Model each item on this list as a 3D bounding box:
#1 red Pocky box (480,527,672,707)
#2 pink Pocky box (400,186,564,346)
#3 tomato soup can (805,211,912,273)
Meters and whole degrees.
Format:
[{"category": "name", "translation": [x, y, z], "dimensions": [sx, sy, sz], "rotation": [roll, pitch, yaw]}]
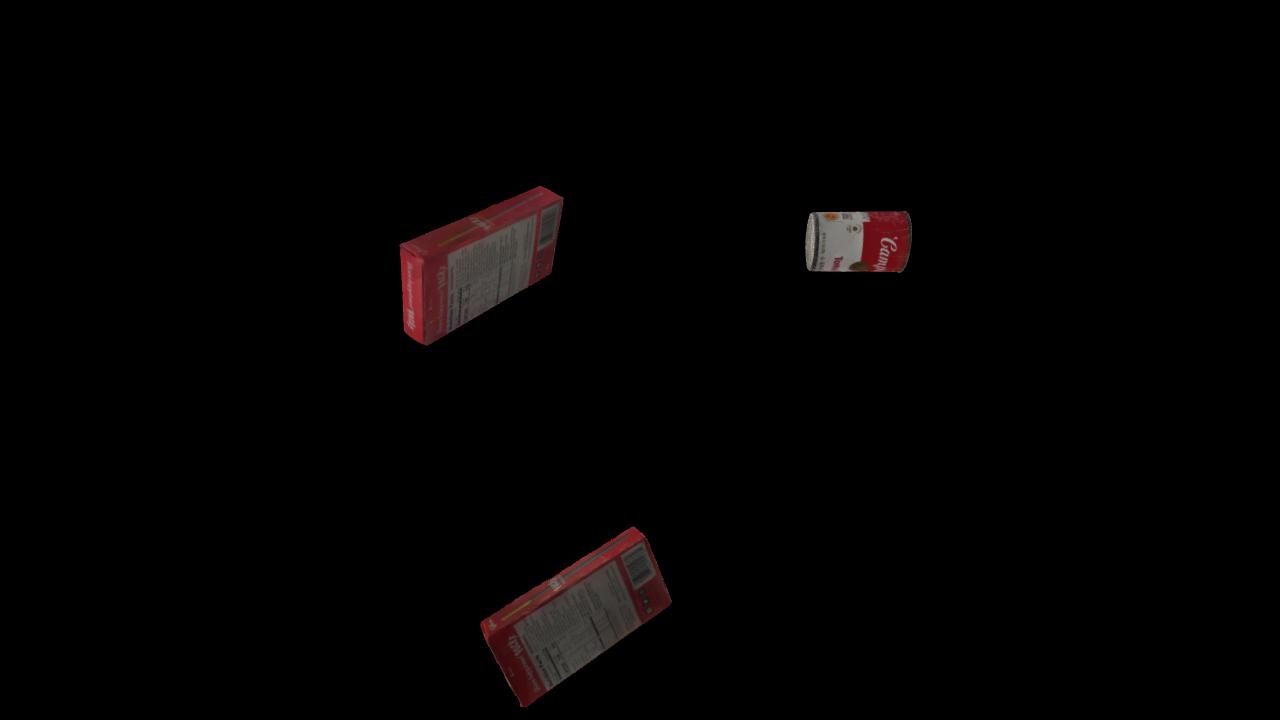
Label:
[{"category": "red Pocky box", "translation": [-0.051, 0.219, 0.533], "dimensions": [0.155, 0.083, 0.028], "rotation": [-27, 23, -21]}, {"category": "pink Pocky box", "translation": [-0.127, -0.081, 0.506], "dimensions": [0.029, 0.084, 0.155], "rotation": [33, 44, 17]}, {"category": "tomato soup can", "translation": [0.240, -0.132, 0.685], "dimensions": [0.101, 0.068, 0.068], "rotation": [2, 0, 7]}]
